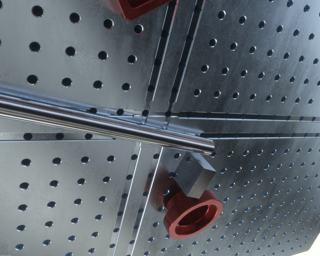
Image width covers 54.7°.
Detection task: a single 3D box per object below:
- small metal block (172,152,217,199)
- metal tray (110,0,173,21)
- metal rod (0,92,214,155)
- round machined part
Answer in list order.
[{"bbox_3d":[0.050,0.069,0.467,0.025,0.050,0.050,19,108,-33],"label":"small metal block"},{"bbox_3d":[-0.021,-0.180,0.286,0.090,0.030,0.129,-30,129,-9],"label":"metal tray"},{"bbox_3d":[-0.048,0.002,0.386,0.302,0.025,0.025,12,112,-34],"label":"metal rod"},{"bbox_3d":[0.049,0.134,0.505,0.099,0.042,0.097,-18,136,-18],"label":"round machined part"}]
